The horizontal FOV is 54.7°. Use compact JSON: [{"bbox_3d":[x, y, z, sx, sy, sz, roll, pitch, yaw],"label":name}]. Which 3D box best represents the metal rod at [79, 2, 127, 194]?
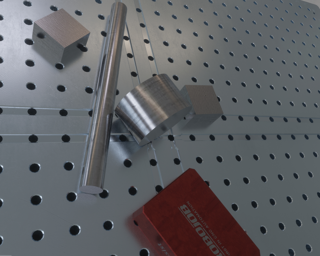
[{"bbox_3d":[-0.069,-0.061,0.408,0.025,0.025,0.300,15,56,-20],"label":"metal rod"}]

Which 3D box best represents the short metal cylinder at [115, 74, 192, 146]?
[{"bbox_3d":[-0.008,-0.022,0.382,0.081,0.080,0.050,-29,78,-37],"label":"short metal cylinder"}]

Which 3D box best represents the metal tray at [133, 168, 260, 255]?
[{"bbox_3d":[0.044,0.122,0.354,0.091,0.030,0.130,-32,80,-38],"label":"metal tray"}]

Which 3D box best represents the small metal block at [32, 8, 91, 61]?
[{"bbox_3d":[-0.131,-0.126,0.414,0.050,0.025,0.050,41,51,-1],"label":"small metal block"}]

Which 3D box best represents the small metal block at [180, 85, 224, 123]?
[{"bbox_3d":[0.060,-0.036,0.462,0.050,0.025,0.050,-3,63,-30],"label":"small metal block"}]
